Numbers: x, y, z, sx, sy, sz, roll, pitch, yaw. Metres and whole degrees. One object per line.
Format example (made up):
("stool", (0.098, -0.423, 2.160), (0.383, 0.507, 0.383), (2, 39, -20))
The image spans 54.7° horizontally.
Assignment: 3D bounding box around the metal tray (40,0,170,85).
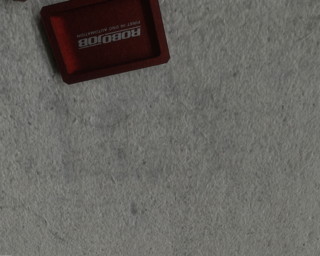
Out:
("metal tray", (-0.061, -0.110, 0.365), (0.131, 0.030, 0.089), (-12, 110, 4))
